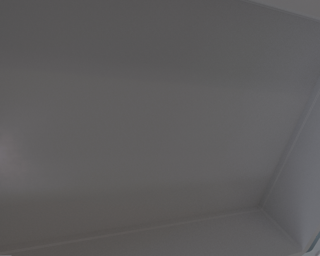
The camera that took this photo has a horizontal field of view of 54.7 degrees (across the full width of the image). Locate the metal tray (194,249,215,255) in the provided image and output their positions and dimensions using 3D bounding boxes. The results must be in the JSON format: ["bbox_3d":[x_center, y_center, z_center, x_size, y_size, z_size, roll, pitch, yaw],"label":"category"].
[{"bbox_3d":[0.055,0.309,0.628,0.131,0.030,0.089,-19,126,-17],"label":"metal tray"}]
